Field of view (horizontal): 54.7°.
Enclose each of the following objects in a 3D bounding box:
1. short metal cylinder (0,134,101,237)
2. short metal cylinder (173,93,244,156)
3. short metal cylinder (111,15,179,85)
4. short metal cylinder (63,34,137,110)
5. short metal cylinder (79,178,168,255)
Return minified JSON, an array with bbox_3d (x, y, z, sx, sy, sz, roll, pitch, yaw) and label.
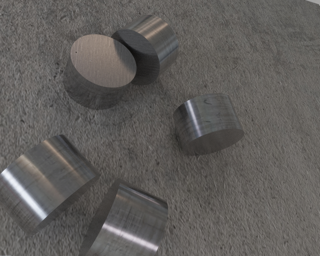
[{"bbox_3d":[-0.102,0.051,0.283,0.050,0.080,0.080,47,51,4],"label":"short metal cylinder"},{"bbox_3d":[0.062,-0.003,0.403,0.081,0.080,0.050,-1,63,-29],"label":"short metal cylinder"},{"bbox_3d":[-0.022,-0.105,0.421,0.080,0.080,0.050,41,51,-1],"label":"short metal cylinder"},{"bbox_3d":[-0.076,-0.070,0.389,0.081,0.050,0.080,14,56,-21],"label":"short metal cylinder"},{"bbox_3d":[-0.035,0.094,0.292,0.050,0.080,0.080,29,52,-10],"label":"short metal cylinder"}]
